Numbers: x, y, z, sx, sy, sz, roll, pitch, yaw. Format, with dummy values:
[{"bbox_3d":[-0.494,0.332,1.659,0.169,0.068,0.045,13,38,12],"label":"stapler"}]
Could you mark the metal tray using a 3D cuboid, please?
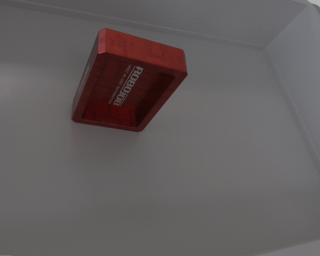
[{"bbox_3d":[-0.039,-0.044,0.343,0.091,0.129,0.030,10,58,-23],"label":"metal tray"}]
